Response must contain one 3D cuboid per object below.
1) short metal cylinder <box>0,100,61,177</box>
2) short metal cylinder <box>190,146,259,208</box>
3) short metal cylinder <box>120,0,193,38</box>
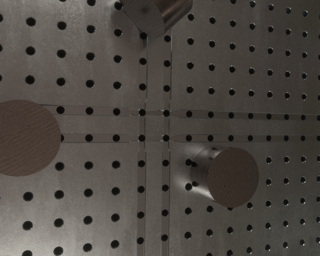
[{"bbox_3d":[-0.153,0.010,0.343,0.081,0.050,0.079,0,90,-21],"label":"short metal cylinder"},{"bbox_3d":[0.090,0.066,0.434,0.081,0.050,0.079,0,90,-21],"label":"short metal cylinder"},{"bbox_3d":[-0.007,-0.160,0.382,0.050,0.080,0.080,-45,105,-14],"label":"short metal cylinder"}]
